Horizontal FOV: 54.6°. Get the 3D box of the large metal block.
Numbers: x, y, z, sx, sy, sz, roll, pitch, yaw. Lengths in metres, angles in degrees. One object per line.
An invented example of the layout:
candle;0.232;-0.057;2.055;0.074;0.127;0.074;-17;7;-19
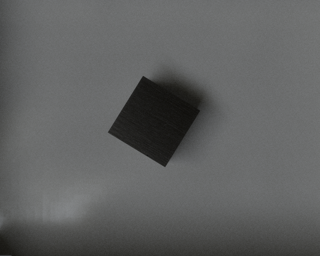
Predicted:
large metal block;-0.007;-0.008;0.395;0.080;0.050;0.080;32;89;-1
